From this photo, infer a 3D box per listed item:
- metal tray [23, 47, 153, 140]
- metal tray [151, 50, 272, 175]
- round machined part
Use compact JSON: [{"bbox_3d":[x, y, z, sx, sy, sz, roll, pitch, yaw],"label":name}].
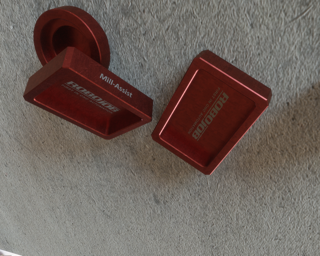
[{"bbox_3d":[-0.083,-0.034,0.380,0.090,0.030,0.130,-23,141,36],"label":"metal tray"},{"bbox_3d":[0.055,-0.013,0.365,0.090,0.030,0.129,34,129,5],"label":"metal tray"},{"bbox_3d":[-0.104,-0.101,0.386,0.098,0.042,0.097,13,124,20],"label":"round machined part"}]
